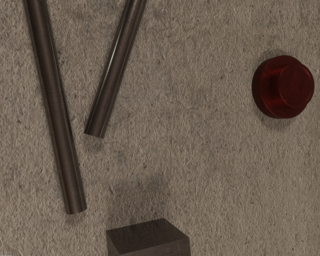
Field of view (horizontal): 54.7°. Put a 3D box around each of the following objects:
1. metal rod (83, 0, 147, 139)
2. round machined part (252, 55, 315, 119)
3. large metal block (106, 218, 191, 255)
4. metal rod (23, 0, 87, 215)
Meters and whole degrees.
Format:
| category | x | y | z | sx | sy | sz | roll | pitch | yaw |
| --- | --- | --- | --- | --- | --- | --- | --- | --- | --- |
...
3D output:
| category | x | y | z | sx | sy | sz | roll | pitch | yaw |
| --- | --- | --- | --- | --- | --- | --- | --- | --- | --- |
| metal rod | -0.039 | -0.132 | 0.395 | 0.025 | 0.025 | 0.299 | 19 | 84 | -20 |
| round machined part | 0.195 | -0.063 | 0.474 | 0.099 | 0.042 | 0.097 | 0 | 90 | -21 |
| large metal block | -0.016 | 0.153 | 0.375 | 0.081 | 0.080 | 0.050 | -6 | 93 | -20 |
| metal rod | -0.126 | -0.047 | 0.362 | 0.025 | 0.025 | 0.298 | -12 | 94 | -20 |
